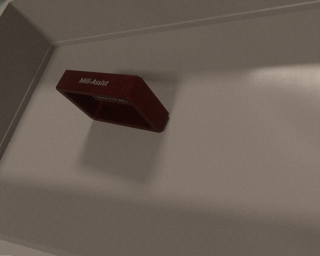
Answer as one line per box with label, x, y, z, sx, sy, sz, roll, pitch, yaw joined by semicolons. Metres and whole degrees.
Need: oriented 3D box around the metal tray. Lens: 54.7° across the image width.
metal tray;-0.064;-0.036;0.417;0.130;0.090;0.030;10;67;32
